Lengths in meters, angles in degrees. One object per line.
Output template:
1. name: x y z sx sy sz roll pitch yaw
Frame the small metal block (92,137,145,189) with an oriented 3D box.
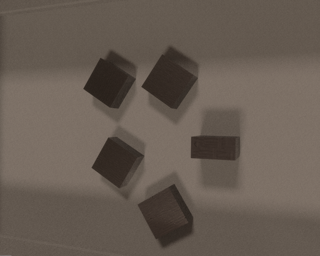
1. small metal block: -0.058 0.047 0.430 0.050 0.025 0.050 33 100 16

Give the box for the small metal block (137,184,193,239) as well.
1. small metal block: 0.007 0.109 0.407 0.050 0.025 0.050 -33 80 16

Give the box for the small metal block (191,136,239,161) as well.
1. small metal block: 0.068 0.023 0.373 0.050 0.050 0.025 1 91 19

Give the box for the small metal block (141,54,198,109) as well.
1. small metal block: 0.013 -0.060 0.405 0.050 0.025 0.050 37 101 16

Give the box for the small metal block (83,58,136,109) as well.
1. small metal block: -0.071 -0.062 0.434 0.050 0.025 0.050 35 101 16
